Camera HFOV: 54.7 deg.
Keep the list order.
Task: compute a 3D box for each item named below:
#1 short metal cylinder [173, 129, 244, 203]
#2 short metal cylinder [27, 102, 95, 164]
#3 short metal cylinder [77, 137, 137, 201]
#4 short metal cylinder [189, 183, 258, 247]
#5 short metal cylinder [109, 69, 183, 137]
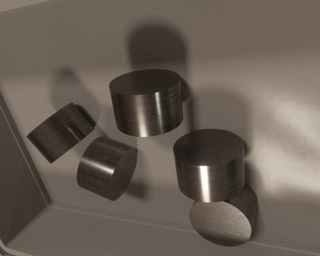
[{"bbox_3d":[0.059,0.042,0.367,0.080,0.080,0.050,5,121,25],"label":"short metal cylinder"},{"bbox_3d":[-0.143,0.007,0.450,0.080,0.080,0.050,-31,101,38],"label":"short metal cylinder"},{"bbox_3d":[-0.074,0.058,0.446,0.050,0.080,0.079,19,126,17],"label":"short metal cylinder"},{"bbox_3d":[0.086,0.110,0.415,0.080,0.050,0.079,13,124,20],"label":"short metal cylinder"},{"bbox_3d":[-0.015,-0.032,0.360,0.080,0.080,0.050,8,122,24],"label":"short metal cylinder"}]
